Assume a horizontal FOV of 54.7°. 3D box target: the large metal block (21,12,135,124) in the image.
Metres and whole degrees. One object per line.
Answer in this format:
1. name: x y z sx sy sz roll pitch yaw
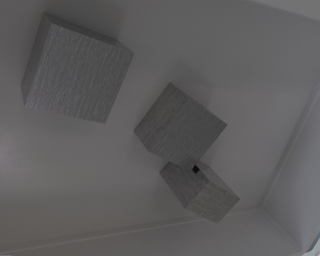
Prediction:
1. large metal block: -0.084 -0.058 0.311 0.081 0.050 0.080 13 112 -34

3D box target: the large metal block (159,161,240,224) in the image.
1. large metal block: 0.058 0.085 0.457 0.080 0.080 0.050 34 99 -39

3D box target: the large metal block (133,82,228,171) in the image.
1. large metal block: 0.027 0.000 0.407 0.080 0.050 0.080 29 102 -38
